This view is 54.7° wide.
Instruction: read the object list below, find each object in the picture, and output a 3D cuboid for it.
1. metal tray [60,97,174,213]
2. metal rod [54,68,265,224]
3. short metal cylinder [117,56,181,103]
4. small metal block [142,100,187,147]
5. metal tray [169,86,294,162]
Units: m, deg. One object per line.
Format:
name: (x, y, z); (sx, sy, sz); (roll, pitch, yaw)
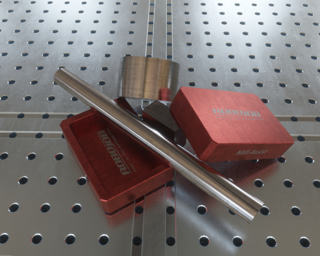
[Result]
metal tray: (-0.054, 0.026, 0.377); (0.091, 0.030, 0.130); (-25, 55, -20)
metal rod: (-0.020, 0.006, 0.359); (0.300, 0.025, 0.025); (34, 58, 25)
short metal cylinder: (-0.015, -0.062, 0.411); (0.080, 0.080, 0.050); (6, 92, 5)
small metal block: (0.006, 0.000, 0.385); (0.050, 0.050, 0.025); (33, 58, 25)
metal tray: (0.087, -0.005, 0.371); (0.131, 0.030, 0.090); (1, 45, -32)
